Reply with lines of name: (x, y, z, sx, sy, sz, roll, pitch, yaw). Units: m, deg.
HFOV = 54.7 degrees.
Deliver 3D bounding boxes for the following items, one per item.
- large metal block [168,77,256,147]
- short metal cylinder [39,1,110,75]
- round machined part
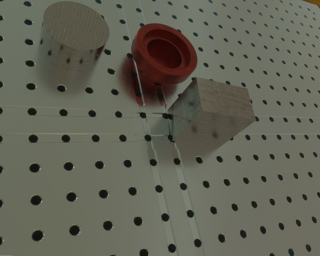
large metal block: (0.067, -0.018, 0.420, 0.081, 0.080, 0.050, 8, 58, -24)
short metal cylinder: (-0.112, -0.116, 0.402, 0.081, 0.050, 0.080, 14, 56, -21)
round machined part: (0.003, -0.105, 0.463, 0.099, 0.042, 0.098, 14, 56, -21)
